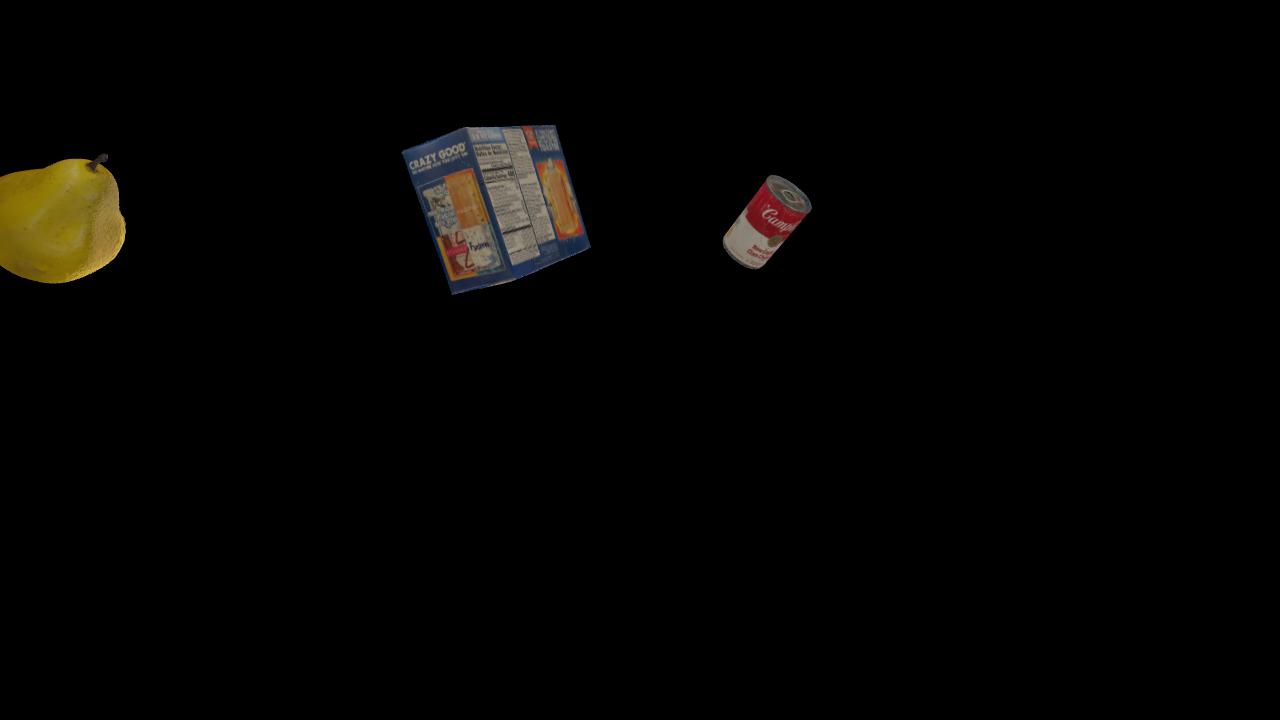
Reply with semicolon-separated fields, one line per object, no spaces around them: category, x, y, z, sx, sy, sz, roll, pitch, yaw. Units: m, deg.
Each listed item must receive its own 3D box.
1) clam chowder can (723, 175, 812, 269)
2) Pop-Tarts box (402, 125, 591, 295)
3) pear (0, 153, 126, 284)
clam chowder can;0.160;-0.174;0.787;0.068;0.068;0.102;0;-37;-36
Pop-Tarts box;-0.138;-0.160;0.636;0.083;0.141;0.167;-8;17;25
pear;-0.387;-0.107;0.416;0.111;0.080;0.080;-42;-11;13
